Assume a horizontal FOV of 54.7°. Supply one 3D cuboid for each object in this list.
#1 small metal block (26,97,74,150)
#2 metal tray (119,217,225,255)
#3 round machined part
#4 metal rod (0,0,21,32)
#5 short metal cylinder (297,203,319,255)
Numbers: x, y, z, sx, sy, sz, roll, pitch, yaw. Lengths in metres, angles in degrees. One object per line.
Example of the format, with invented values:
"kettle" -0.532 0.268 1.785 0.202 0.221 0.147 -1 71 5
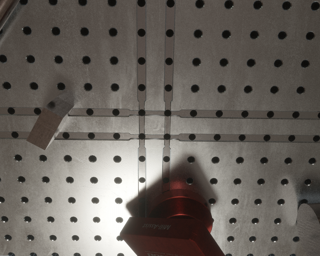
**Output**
"small metal block" -0.139 -0.007 0.396 0.025 0.050 0.050 31 107 -11
"metal tray" 0.017 0.167 0.432 0.130 0.030 0.090 -12 121 39
"round machined part" 0.029 0.144 0.458 0.099 0.042 0.097 0 110 -1
"metal rod" -0.135 -0.195 0.339 0.025 0.025 0.299 39 105 -13
"short metal cylinder" 0.238 0.147 0.442 0.050 0.080 0.079 -3 110 1
